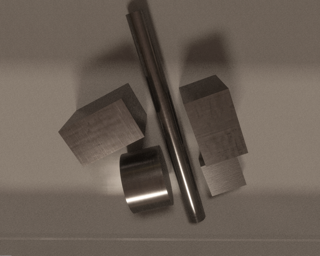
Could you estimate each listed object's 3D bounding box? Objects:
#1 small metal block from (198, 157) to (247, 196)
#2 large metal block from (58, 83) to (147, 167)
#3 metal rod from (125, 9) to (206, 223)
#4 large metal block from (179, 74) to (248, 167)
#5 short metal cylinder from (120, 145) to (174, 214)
[{"bbox_3d":[0.088,0.061,0.435,0.050,0.025,0.050,-20,109,7],"label":"small metal block"},{"bbox_3d":[-0.065,-0.007,0.379,0.080,0.080,0.050,-27,108,9],"label":"large metal block"},{"bbox_3d":[0.014,-0.001,0.411,0.025,0.025,0.298,-16,110,5],"label":"metal rod"},{"bbox_3d":[0.062,-0.012,0.378,0.050,0.080,0.080,-19,109,7],"label":"large metal block"},{"bbox_3d":[-0.016,0.067,0.407,0.050,0.080,0.080,-14,110,5],"label":"short metal cylinder"}]
